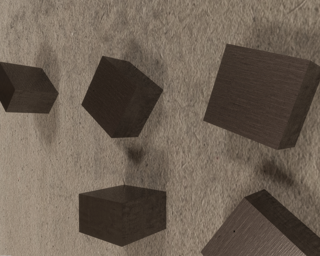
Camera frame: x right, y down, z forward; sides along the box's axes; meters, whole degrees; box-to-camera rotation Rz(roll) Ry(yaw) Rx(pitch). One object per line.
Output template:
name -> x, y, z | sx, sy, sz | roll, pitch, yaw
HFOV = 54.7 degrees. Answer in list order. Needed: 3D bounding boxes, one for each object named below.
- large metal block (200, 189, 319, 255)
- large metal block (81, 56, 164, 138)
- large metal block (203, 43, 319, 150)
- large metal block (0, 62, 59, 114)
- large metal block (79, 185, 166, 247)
large metal block -> 0.101, 0.120, 0.304 | 0.080, 0.050, 0.080 | 44, 116, 30
large metal block -> -0.055, -0.042, 0.432 | 0.080, 0.050, 0.080 | 43, 116, 31
large metal block -> 0.100, -0.032, 0.305 | 0.080, 0.050, 0.079 | 25, 105, 37
large metal block -> -0.249, -0.072, 0.570 | 0.080, 0.081, 0.050 | 50, 119, 28
large metal block -> -0.048, 0.110, 0.407 | 0.080, 0.081, 0.050 | 0, 90, 39
